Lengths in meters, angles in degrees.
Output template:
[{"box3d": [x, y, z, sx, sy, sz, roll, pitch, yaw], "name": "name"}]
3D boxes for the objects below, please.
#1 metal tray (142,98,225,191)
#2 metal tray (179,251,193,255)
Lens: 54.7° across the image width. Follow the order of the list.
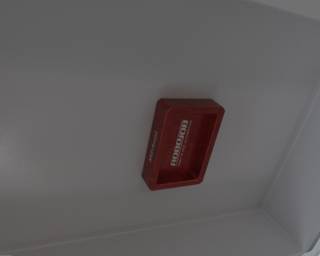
[{"box3d": [0.031, 0.024, 0.436, 0.091, 0.030, 0.129, -2, 120, -28], "name": "metal tray"}, {"box3d": [0.016, 0.306, 0.605, 0.131, 0.030, 0.090, -27, 128, -12], "name": "metal tray"}]
